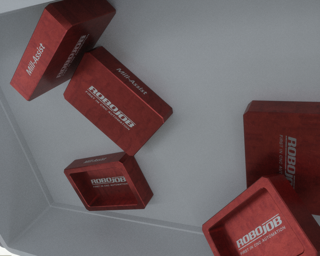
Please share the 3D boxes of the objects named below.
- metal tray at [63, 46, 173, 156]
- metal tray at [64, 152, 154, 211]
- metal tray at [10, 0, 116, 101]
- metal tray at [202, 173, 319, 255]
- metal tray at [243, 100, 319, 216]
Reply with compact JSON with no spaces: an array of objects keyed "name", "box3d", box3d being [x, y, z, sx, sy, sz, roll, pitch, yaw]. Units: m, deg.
[{"name":"metal tray","box3d":[-0.059,-0.033,0.416,0.130,0.030,0.090,42,129,-1]},{"name":"metal tray","box3d":[-0.086,0.090,0.506,0.130,0.030,0.090,-12,113,33]},{"name":"metal tray","box3d":[-0.116,-0.095,0.368,0.030,0.090,0.129,46,129,-4]},{"name":"metal tray","box3d":[0.111,0.123,0.352,0.129,0.030,0.090,-55,49,39]},{"name":"metal tray","box3d":[0.145,0.035,0.350,0.090,0.030,0.129,4,120,26]}]
